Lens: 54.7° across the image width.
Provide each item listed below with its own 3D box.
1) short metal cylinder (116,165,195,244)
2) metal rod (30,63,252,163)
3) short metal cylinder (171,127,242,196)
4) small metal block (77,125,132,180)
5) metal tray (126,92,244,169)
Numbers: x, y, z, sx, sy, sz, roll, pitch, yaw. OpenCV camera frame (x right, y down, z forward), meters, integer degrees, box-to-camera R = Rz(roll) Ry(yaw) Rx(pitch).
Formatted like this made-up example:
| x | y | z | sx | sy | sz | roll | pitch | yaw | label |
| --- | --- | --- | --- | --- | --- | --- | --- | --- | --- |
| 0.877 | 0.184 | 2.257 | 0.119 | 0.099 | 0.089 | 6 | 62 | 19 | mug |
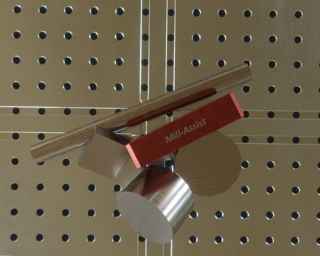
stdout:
| x | y | z | sx | sy | sz | roll | pitch | yaw | label |
| --- | --- | --- | --- | --- | --- | --- | --- | --- | --- |
| -0.006 | 0.092 | 0.375 | 0.080 | 0.080 | 0.050 | 47 | 49 | 0 | short metal cylinder |
| -0.024 | -0.020 | 0.409 | 0.301 | 0.025 | 0.025 | -21 | 90 | 0 | metal rod |
| 0.056 | 0.040 | 0.393 | 0.081 | 0.050 | 0.079 | -1 | 99 | -4 | short metal cylinder |
| -0.070 | 0.032 | 0.396 | 0.050 | 0.025 | 0.050 | 26 | 106 | -19 | small metal block |
| 0.027 | 0.002 | 0.377 | 0.131 | 0.090 | 0.030 | -26 | 90 | 0 | metal tray |
